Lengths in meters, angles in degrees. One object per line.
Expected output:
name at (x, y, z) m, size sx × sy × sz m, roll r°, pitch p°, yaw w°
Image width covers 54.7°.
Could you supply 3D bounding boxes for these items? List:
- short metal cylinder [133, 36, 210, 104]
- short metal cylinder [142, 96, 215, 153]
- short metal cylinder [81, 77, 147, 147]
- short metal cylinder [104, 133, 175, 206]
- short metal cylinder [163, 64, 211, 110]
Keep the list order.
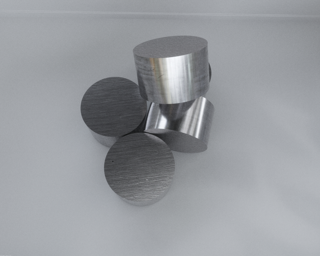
short metal cylinder at (0.014, -0.067, 0.345) m, size 0.080 × 0.050 × 0.080 m, roll -6°, pitch 30°, yaw 4°
short metal cylinder at (0.023, -0.006, 0.382) m, size 0.080 × 0.080 × 0.050 m, roll 13°, pitch 71°, yaw 4°
short metal cylinder at (-0.056, -0.019, 0.400) m, size 0.081 × 0.050 × 0.080 m, roll 0°, pitch 70°, yaw 0°
short metal cylinder at (-0.023, 0.051, 0.375) m, size 0.081 × 0.050 × 0.080 m, roll 0°, pitch 70°, yaw 0°
short metal cylinder at (0.025, -0.063, 0.418) m, size 0.081 × 0.050 × 0.080 m, roll 0°, pitch 70°, yaw 0°
